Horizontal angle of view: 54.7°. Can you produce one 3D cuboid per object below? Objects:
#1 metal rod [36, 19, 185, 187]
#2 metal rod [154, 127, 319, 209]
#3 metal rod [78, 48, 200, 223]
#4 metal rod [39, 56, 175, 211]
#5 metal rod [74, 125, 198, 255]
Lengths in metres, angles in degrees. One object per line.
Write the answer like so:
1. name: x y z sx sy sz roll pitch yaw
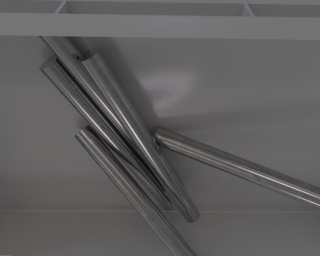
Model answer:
1. metal rod: -0.045 -0.005 0.404 0.025 0.025 0.300 -23 127 18
2. metal rod: 0.133 0.062 0.389 0.301 0.025 0.025 21 131 12
3. metal rod: -0.012 0.031 0.406 0.025 0.025 0.299 -20 125 16
4. metal rod: -0.054 0.027 0.431 0.025 0.025 0.300 -22 127 18
5. metal rod: -0.011 0.120 0.428 0.025 0.025 0.300 -36 96 26
